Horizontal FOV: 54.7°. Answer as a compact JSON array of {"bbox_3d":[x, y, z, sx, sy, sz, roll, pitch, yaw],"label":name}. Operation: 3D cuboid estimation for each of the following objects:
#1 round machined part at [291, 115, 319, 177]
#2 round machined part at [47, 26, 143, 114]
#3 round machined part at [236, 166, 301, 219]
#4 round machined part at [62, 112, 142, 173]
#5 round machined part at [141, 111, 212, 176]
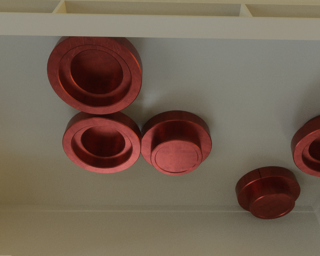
[{"bbox_3d":[0.226,0.019,0.411,0.099,0.042,0.097,6,133,6],"label":"round machined part"},{"bbox_3d":[-0.068,-0.066,0.341,0.099,0.042,0.097,-1,130,0],"label":"round machined part"},{"bbox_3d":[0.174,0.109,0.494,0.099,0.042,0.097,-1,130,0],"label":"round machined part"},{"bbox_3d":[-0.073,0.012,0.407,0.099,0.042,0.097,-1,130,0],"label":"round machined part"},{"bbox_3d":[0.022,0.027,0.422,0.099,0.042,0.097,-1,130,0],"label":"round machined part"}]
